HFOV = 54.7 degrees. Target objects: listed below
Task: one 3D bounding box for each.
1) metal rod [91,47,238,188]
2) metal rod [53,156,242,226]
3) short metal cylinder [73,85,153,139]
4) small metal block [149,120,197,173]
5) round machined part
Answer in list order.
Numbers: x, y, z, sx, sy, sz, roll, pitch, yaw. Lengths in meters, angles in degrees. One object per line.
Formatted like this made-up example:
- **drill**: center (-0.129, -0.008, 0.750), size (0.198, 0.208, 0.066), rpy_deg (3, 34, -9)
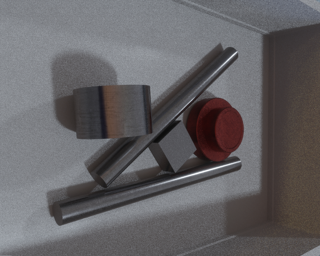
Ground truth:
- **metal rod**: center (0.024, -0.031, 0.427), size (0.301, 0.025, 0.025), rpy_deg (-44, 117, -31)
- **metal rod**: center (0.010, 0.073, 0.415), size (0.302, 0.025, 0.025), rpy_deg (-7, 95, -40)
- **short metal cylinder**: center (-0.049, -0.017, 0.330), size (0.081, 0.080, 0.050), rpy_deg (-7, 95, -40)
- **small metal block**: center (0.017, 0.024, 0.420), size (0.050, 0.025, 0.050), rpy_deg (-43, 116, -32)
- **round machined part**: center (0.090, 0.002, 0.470), size (0.099, 0.042, 0.097), rpy_deg (0, 90, -40)
